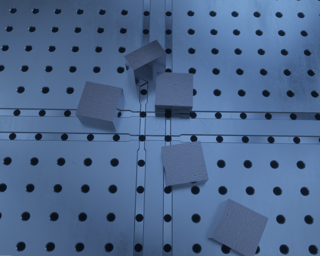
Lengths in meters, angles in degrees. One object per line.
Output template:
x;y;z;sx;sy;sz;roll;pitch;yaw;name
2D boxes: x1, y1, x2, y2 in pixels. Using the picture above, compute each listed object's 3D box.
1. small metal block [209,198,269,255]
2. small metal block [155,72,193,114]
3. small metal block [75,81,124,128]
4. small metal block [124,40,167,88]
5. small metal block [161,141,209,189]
0.093;0.120;0.369;0.050;0.025;0.050;26;72;8;small metal block
0.019;-0.049;0.430;0.050;0.025;0.050;3;70;0;small metal block
-0.081;-0.032;0.422;0.050;0.025;0.050;11;70;4;small metal block
-0.020;-0.088;0.430;0.050;0.050;0.025;-30;73;-11;small metal block
0.030;0.047;0.395;0.050;0.025;0.050;-8;70;-4;small metal block
